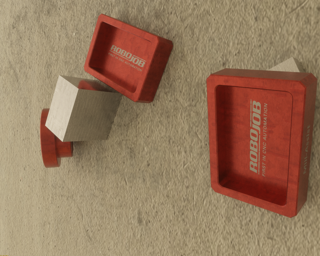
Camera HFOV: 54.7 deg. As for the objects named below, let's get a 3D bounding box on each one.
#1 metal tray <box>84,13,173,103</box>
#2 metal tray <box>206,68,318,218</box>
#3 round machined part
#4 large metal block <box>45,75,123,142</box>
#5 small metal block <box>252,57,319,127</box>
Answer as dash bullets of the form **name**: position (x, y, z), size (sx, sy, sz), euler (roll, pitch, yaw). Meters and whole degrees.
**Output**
- **metal tray**: position (-0.050, -0.101, 0.443), size (0.130, 0.030, 0.089), euler (33, 110, 35)
- **metal tray**: position (0.093, 0.012, 0.297), size (0.090, 0.030, 0.129), euler (13, 118, 39)
- **round machined part**: position (-0.168, 0.016, 0.512), size (0.098, 0.042, 0.097), euler (178, 89, -77)
- **large metal block**: position (-0.112, -0.028, 0.462), size (0.050, 0.081, 0.079), euler (34, 111, 34)
- **small metal block**: position (0.121, -0.034, 0.305), size (0.050, 0.025, 0.050), euler (-29, 72, 36)
